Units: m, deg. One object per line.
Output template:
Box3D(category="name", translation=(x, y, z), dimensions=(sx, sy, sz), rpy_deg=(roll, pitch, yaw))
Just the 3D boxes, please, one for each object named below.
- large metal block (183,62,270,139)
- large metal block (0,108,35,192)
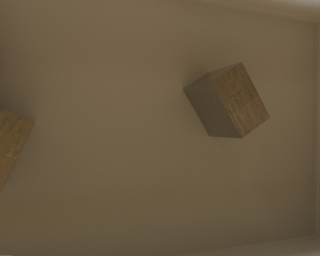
Box3D(category="large metal block", translation=(0.086, -0.034, 0.414), dimensions=(0.050, 0.080, 0.080), rpy_deg=(-34, 102, -17))
Box3D(category="large metal block", translation=(-0.171, 0.020, 0.318), dimensions=(0.050, 0.080, 0.080), rpy_deg=(26, 81, -19))
